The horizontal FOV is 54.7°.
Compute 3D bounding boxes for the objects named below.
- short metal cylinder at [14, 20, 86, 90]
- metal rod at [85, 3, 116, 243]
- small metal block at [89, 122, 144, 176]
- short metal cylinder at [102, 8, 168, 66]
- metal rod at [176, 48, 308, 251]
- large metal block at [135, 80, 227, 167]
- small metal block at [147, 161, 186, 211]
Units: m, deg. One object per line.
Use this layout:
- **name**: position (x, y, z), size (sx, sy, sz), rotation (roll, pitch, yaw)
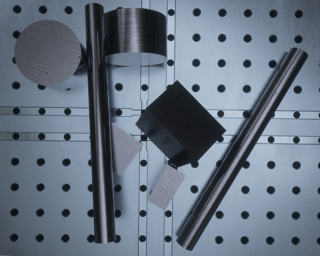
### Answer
- **short metal cylinder**: position (-0.136, -0.091, 0.400), size (0.081, 0.050, 0.080), rotation (0, 90, 0)
- **metal rod**: position (-0.076, -0.013, 0.390), size (0.025, 0.025, 0.298), rotation (-4, 81, 0)
- **small metal block**: position (-0.057, 0.027, 0.413), size (0.050, 0.025, 0.050), rotation (36, 90, 0)
- **short metal cylinder**: position (-0.031, -0.110, 0.385), size (0.081, 0.080, 0.050), rotation (-1, 90, 0)
- **metal rod**: position (0.109, 0.028, 0.413), size (0.025, 0.025, 0.299), rotation (31, 90, 0)
- **large metal block**: position (0.021, -0.001, 0.380), size (0.080, 0.080, 0.050), rotation (46, 72, 0)
- **small metal block**: position (0.008, 0.072, 0.401), size (0.025, 0.050, 0.050), rotation (31, 90, 0)
